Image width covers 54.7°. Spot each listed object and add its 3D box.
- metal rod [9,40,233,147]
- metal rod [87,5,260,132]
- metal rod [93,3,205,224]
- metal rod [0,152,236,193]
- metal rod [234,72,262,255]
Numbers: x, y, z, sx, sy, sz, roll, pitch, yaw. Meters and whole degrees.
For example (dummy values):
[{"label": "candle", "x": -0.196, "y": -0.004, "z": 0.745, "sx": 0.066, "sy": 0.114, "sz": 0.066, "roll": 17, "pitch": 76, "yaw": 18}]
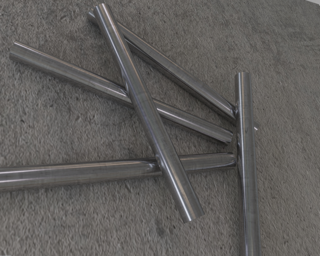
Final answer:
[{"label": "metal rod", "x": -0.038, "y": -0.038, "z": 0.406, "sx": 0.302, "sy": 0.025, "sz": 0.025, "roll": 22, "pitch": 54, "yaw": -15}, {"label": "metal rod", "x": 0.023, "y": -0.084, "z": 0.467, "sx": 0.301, "sy": 0.025, "sz": 0.025, "roll": 35, "pitch": 51, "yaw": -5}, {"label": "metal rod", "x": -0.021, "y": -0.032, "z": 0.378, "sx": 0.025, "sy": 0.025, "sz": 0.299, "roll": -12, "pitch": 68, "yaw": -33}, {"label": "metal rod", "x": -0.036, "y": 0.047, "z": 0.355, "sx": 0.303, "sy": 0.025, "sz": 0.025, "roll": -1, "pitch": 62, "yaw": -29}, {"label": "metal rod", "x": 0.116, "y": 0.054, "z": 0.412, "sx": 0.025, "sy": 0.025, "sz": 0.299, "roll": 16, "pitch": 62, "yaw": -20}]
